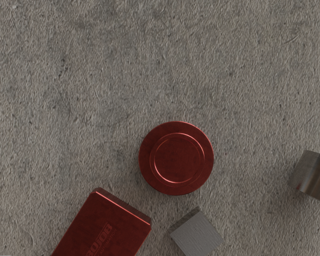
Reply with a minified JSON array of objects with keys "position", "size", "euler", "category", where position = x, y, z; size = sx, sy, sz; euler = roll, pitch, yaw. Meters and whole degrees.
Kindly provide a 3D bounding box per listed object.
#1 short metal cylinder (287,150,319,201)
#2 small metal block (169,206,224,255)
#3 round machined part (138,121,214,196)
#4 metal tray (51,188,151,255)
[{"position":[0.209,0.068,0.385],"size":[0.080,0.080,0.050],"euler":[27,90,-1],"category":"short metal cylinder"},{"position":[0.047,0.141,0.411],"size":[0.050,0.025,0.050],"euler":[-38,90,0],"category":"small metal block"},{"position":[0.021,0.039,0.402],"size":[0.099,0.042,0.097],"euler":[0,90,-1],"category":"round machined part"},{"position":[-0.081,0.156,0.407],"size":[0.090,0.030,0.130],"euler":[32,90,-1],"category":"metal tray"}]
